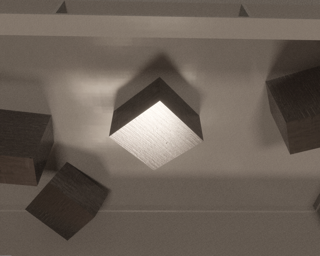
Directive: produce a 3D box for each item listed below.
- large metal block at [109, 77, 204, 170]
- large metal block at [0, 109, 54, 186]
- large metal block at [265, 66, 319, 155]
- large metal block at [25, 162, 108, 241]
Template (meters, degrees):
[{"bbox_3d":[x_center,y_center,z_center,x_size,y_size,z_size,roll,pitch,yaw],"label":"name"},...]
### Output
[{"bbox_3d":[-0.004,-0.003,0.390,0.080,0.050,0.080,-34,123,25],"label":"large metal block"},{"bbox_3d":[-0.186,0.023,0.390,0.081,0.080,0.050,7,130,-6],"label":"large metal block"},{"bbox_3d":[0.176,-0.024,0.355,0.080,0.080,0.050,-16,129,12],"label":"large metal block"},{"bbox_3d":[-0.141,0.112,0.472,0.080,0.050,0.080,41,120,-9],"label":"large metal block"}]
